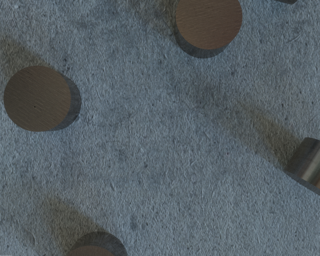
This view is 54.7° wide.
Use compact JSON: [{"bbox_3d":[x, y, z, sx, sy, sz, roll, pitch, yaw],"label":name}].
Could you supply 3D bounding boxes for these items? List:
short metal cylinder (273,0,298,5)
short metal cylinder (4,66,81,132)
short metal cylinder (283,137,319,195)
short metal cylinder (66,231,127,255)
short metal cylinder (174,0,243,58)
[{"bbox_3d":[0.154,-0.201,0.383,0.050,0.080,0.080,15,90,0],"label":"short metal cylinder"},{"bbox_3d":[-0.147,-0.035,0.396,0.081,0.050,0.080,0,90,0],"label":"short metal cylinder"},{"bbox_3d":[0.203,0.054,0.384,0.080,0.080,0.050,34,90,0],"label":"short metal cylinder"},{"bbox_3d":[-0.084,0.181,0.397,0.081,0.050,0.080,0,90,0],"label":"short metal cylinder"},{"bbox_3d":[0.059,-0.135,0.398,0.081,0.050,0.080,0,90,0],"label":"short metal cylinder"}]
